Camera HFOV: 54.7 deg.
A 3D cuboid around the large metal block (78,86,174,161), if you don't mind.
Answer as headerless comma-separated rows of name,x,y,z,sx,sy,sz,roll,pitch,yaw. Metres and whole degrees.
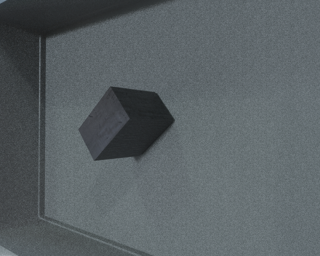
large metal block,-0.044,-0.004,0.401,0.080,0.081,0.050,-47,62,29
